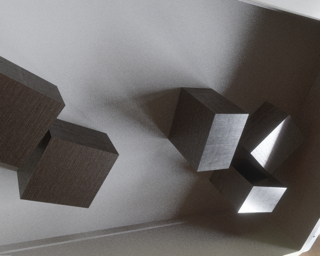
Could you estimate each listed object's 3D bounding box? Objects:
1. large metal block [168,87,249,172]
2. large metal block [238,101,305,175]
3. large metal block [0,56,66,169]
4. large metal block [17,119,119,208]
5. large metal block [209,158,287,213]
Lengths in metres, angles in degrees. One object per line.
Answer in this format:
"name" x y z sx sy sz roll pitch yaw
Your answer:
"large metal block" 0.059 -0.001 0.407 0.050 0.080 0.079 -1 119 -28
"large metal block" 0.175 0.017 0.502 0.080 0.050 0.080 -46 130 3
"large metal block" -0.153 -0.018 0.298 0.080 0.050 0.080 30 101 -38
"large metal block" -0.108 0.041 0.360 0.080 0.050 0.080 20 108 -36
"large metal block" 0.143 0.093 0.512 0.081 0.080 0.050 9 114 -33
